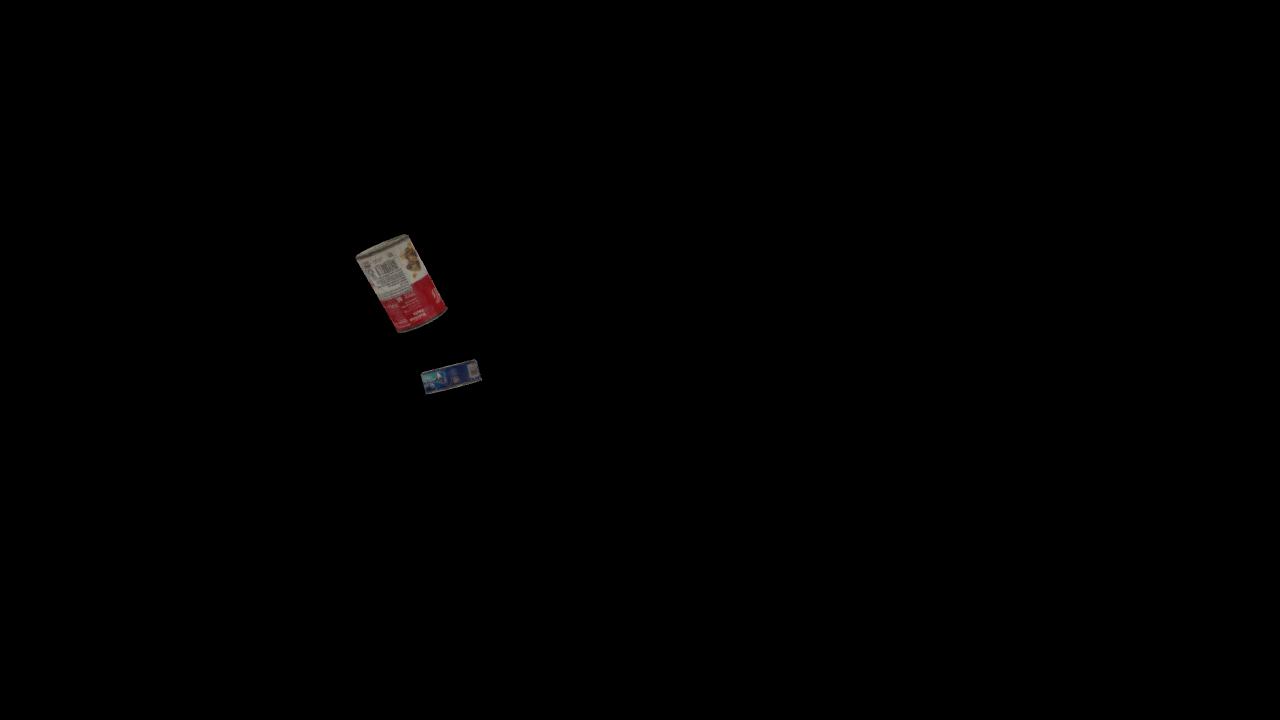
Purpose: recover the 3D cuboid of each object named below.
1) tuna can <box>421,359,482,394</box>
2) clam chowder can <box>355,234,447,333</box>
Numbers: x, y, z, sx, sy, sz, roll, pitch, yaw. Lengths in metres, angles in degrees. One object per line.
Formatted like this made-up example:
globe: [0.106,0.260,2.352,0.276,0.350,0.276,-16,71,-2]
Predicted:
tuna can: [-0.281,0.024,0.915,0.084,0.034,0.084,-14,4,1]
clam chowder can: [-0.289,-0.093,0.748,0.068,0.102,0.068,-19,24,9]
